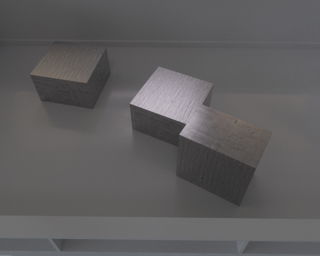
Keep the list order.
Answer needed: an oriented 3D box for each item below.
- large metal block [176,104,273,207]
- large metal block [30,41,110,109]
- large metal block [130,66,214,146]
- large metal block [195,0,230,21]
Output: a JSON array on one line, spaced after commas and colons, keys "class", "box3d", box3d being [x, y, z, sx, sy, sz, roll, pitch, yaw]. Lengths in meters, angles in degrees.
[{"class": "large metal block", "box3d": [0.067, 0.031, 0.344, 0.080, 0.080, 0.050, 24, 54, 19]}, {"class": "large metal block", "box3d": [-0.127, -0.079, 0.454, 0.080, 0.050, 0.080, 10, 51, 8]}, {"class": "large metal block", "box3d": [0.017, -0.028, 0.412, 0.080, 0.050, 0.080, 21, 53, 16]}, {"class": "large metal block", "box3d": [0.108, -0.269, 0.599, 0.050, 0.080, 0.080, 18, 53, 15]}]
